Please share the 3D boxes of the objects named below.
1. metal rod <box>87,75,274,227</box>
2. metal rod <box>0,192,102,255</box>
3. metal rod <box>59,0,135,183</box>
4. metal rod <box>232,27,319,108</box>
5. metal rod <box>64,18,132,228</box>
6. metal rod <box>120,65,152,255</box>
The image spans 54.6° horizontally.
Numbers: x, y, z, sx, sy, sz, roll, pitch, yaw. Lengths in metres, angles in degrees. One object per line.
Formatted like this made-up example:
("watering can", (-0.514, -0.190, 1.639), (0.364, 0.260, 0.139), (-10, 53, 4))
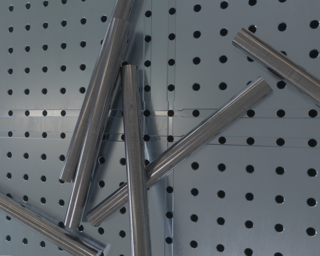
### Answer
("metal rod", (0.015, 0.039, 0.407), (0.300, 0.025, 0.025), (-40, 78, 15))
("metal rod", (-0.223, 0.135, 0.492), (0.301, 0.025, 0.025), (22, 97, 18))
("metal rod", (-0.088, -0.064, 0.444), (0.025, 0.025, 0.299), (22, 97, 19))
("metal rod", (0.205, -0.017, 0.339), (0.300, 0.025, 0.025), (41, 103, 15))
("metal rod", (-0.090, 0.000, 0.433), (0.025, 0.025, 0.298), (19, 100, 19))
("metal rod", (-0.030, 0.063, 0.396), (0.025, 0.025, 0.299), (-10, 77, 20))
